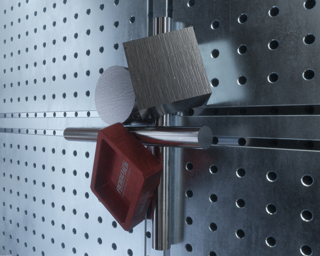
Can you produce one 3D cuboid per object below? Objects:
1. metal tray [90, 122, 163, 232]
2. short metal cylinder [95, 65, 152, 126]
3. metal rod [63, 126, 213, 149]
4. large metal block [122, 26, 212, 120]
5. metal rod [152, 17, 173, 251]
[{"bbox_3d":[-0.050,0.068,0.414,0.090,0.030,0.129,42,137,25],"label":"metal tray"},{"bbox_3d":[-0.045,-0.043,0.430,0.080,0.050,0.079,0,90,40],"label":"short metal cylinder"},{"bbox_3d":[-0.055,0.010,0.433,0.300,0.025,0.025,0,90,47],"label":"metal rod"},{"bbox_3d":[0.008,-0.061,0.361,0.080,0.050,0.080,-14,79,-1],"label":"large metal block"},{"bbox_3d":[0.003,0.008,0.407,0.025,0.025,0.298,1,91,40],"label":"metal rod"}]
